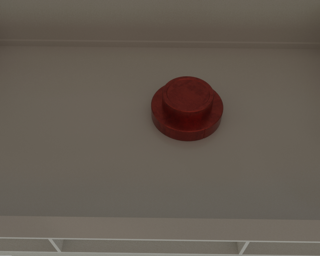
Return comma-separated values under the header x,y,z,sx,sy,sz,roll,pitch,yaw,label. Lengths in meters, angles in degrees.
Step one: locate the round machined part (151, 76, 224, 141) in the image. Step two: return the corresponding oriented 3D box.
x,y,z,sx,sy,sz,roll,pitch,yaw,label
0.037,-0.033,0.422,0.099,0.042,0.098,0,50,0,round machined part
